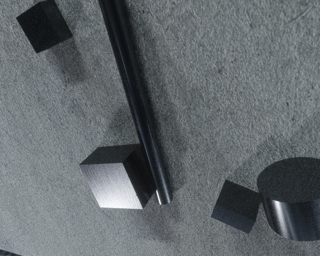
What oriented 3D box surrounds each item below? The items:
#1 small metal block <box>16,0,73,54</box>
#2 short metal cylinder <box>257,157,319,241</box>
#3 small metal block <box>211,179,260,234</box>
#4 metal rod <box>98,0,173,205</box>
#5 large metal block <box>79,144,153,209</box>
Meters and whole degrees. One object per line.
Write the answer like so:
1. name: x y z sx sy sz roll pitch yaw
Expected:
1. small metal block: -0.150 -0.131 0.402 0.050 0.025 0.050 -13 112 33
2. short metal cylinder: 0.152 0.074 0.337 0.080 0.080 0.050 -8 114 31
3. small metal block: 0.099 0.100 0.400 0.050 0.050 0.025 21 126 15
4. metal rod: -0.026 -0.024 0.404 0.025 0.025 0.298 0 119 28
5. large metal block: -0.061 0.073 0.466 0.080 0.050 0.080 -7 115 31
